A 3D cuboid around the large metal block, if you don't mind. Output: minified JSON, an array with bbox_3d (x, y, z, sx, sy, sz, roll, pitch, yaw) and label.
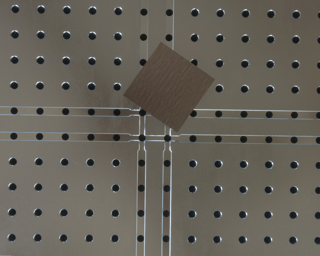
[{"bbox_3d":[0.011,-0.050,0.401,0.080,0.050,0.080,35,90,-1],"label":"large metal block"}]
